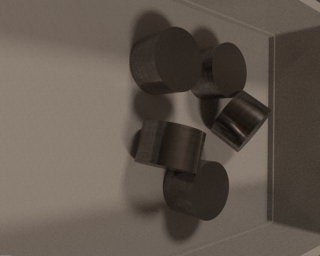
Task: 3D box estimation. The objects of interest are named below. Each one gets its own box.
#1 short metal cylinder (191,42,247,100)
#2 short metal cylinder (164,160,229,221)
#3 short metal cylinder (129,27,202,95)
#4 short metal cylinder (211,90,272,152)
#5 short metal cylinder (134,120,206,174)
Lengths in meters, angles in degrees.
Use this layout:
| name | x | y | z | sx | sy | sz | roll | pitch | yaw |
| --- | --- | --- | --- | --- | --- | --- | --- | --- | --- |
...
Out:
| name | x | y | z | sx | sy | sz | roll | pitch | yaw |
| --- | --- | --- | --- | --- | --- | --- | --- | --- | --- |
| short metal cylinder | 0.085 | -0.083 | 0.464 | 0.081 | 0.050 | 0.079 | 0 | 90 | -40 |
| short metal cylinder | 0.052 | 0.084 | 0.435 | 0.081 | 0.050 | 0.079 | -2 | 93 | -42 |
| short metal cylinder | 0.008 | -0.084 | 0.399 | 0.081 | 0.050 | 0.079 | 0 | 90 | -40 |
| short metal cylinder | 0.123 | -0.010 | 0.469 | 0.080 | 0.050 | 0.080 | -44 | 161 | -19 |
| short metal cylinder | 0.013 | 0.025 | 0.384 | 0.080 | 0.080 | 0.050 | 20 | 78 | -39 |
